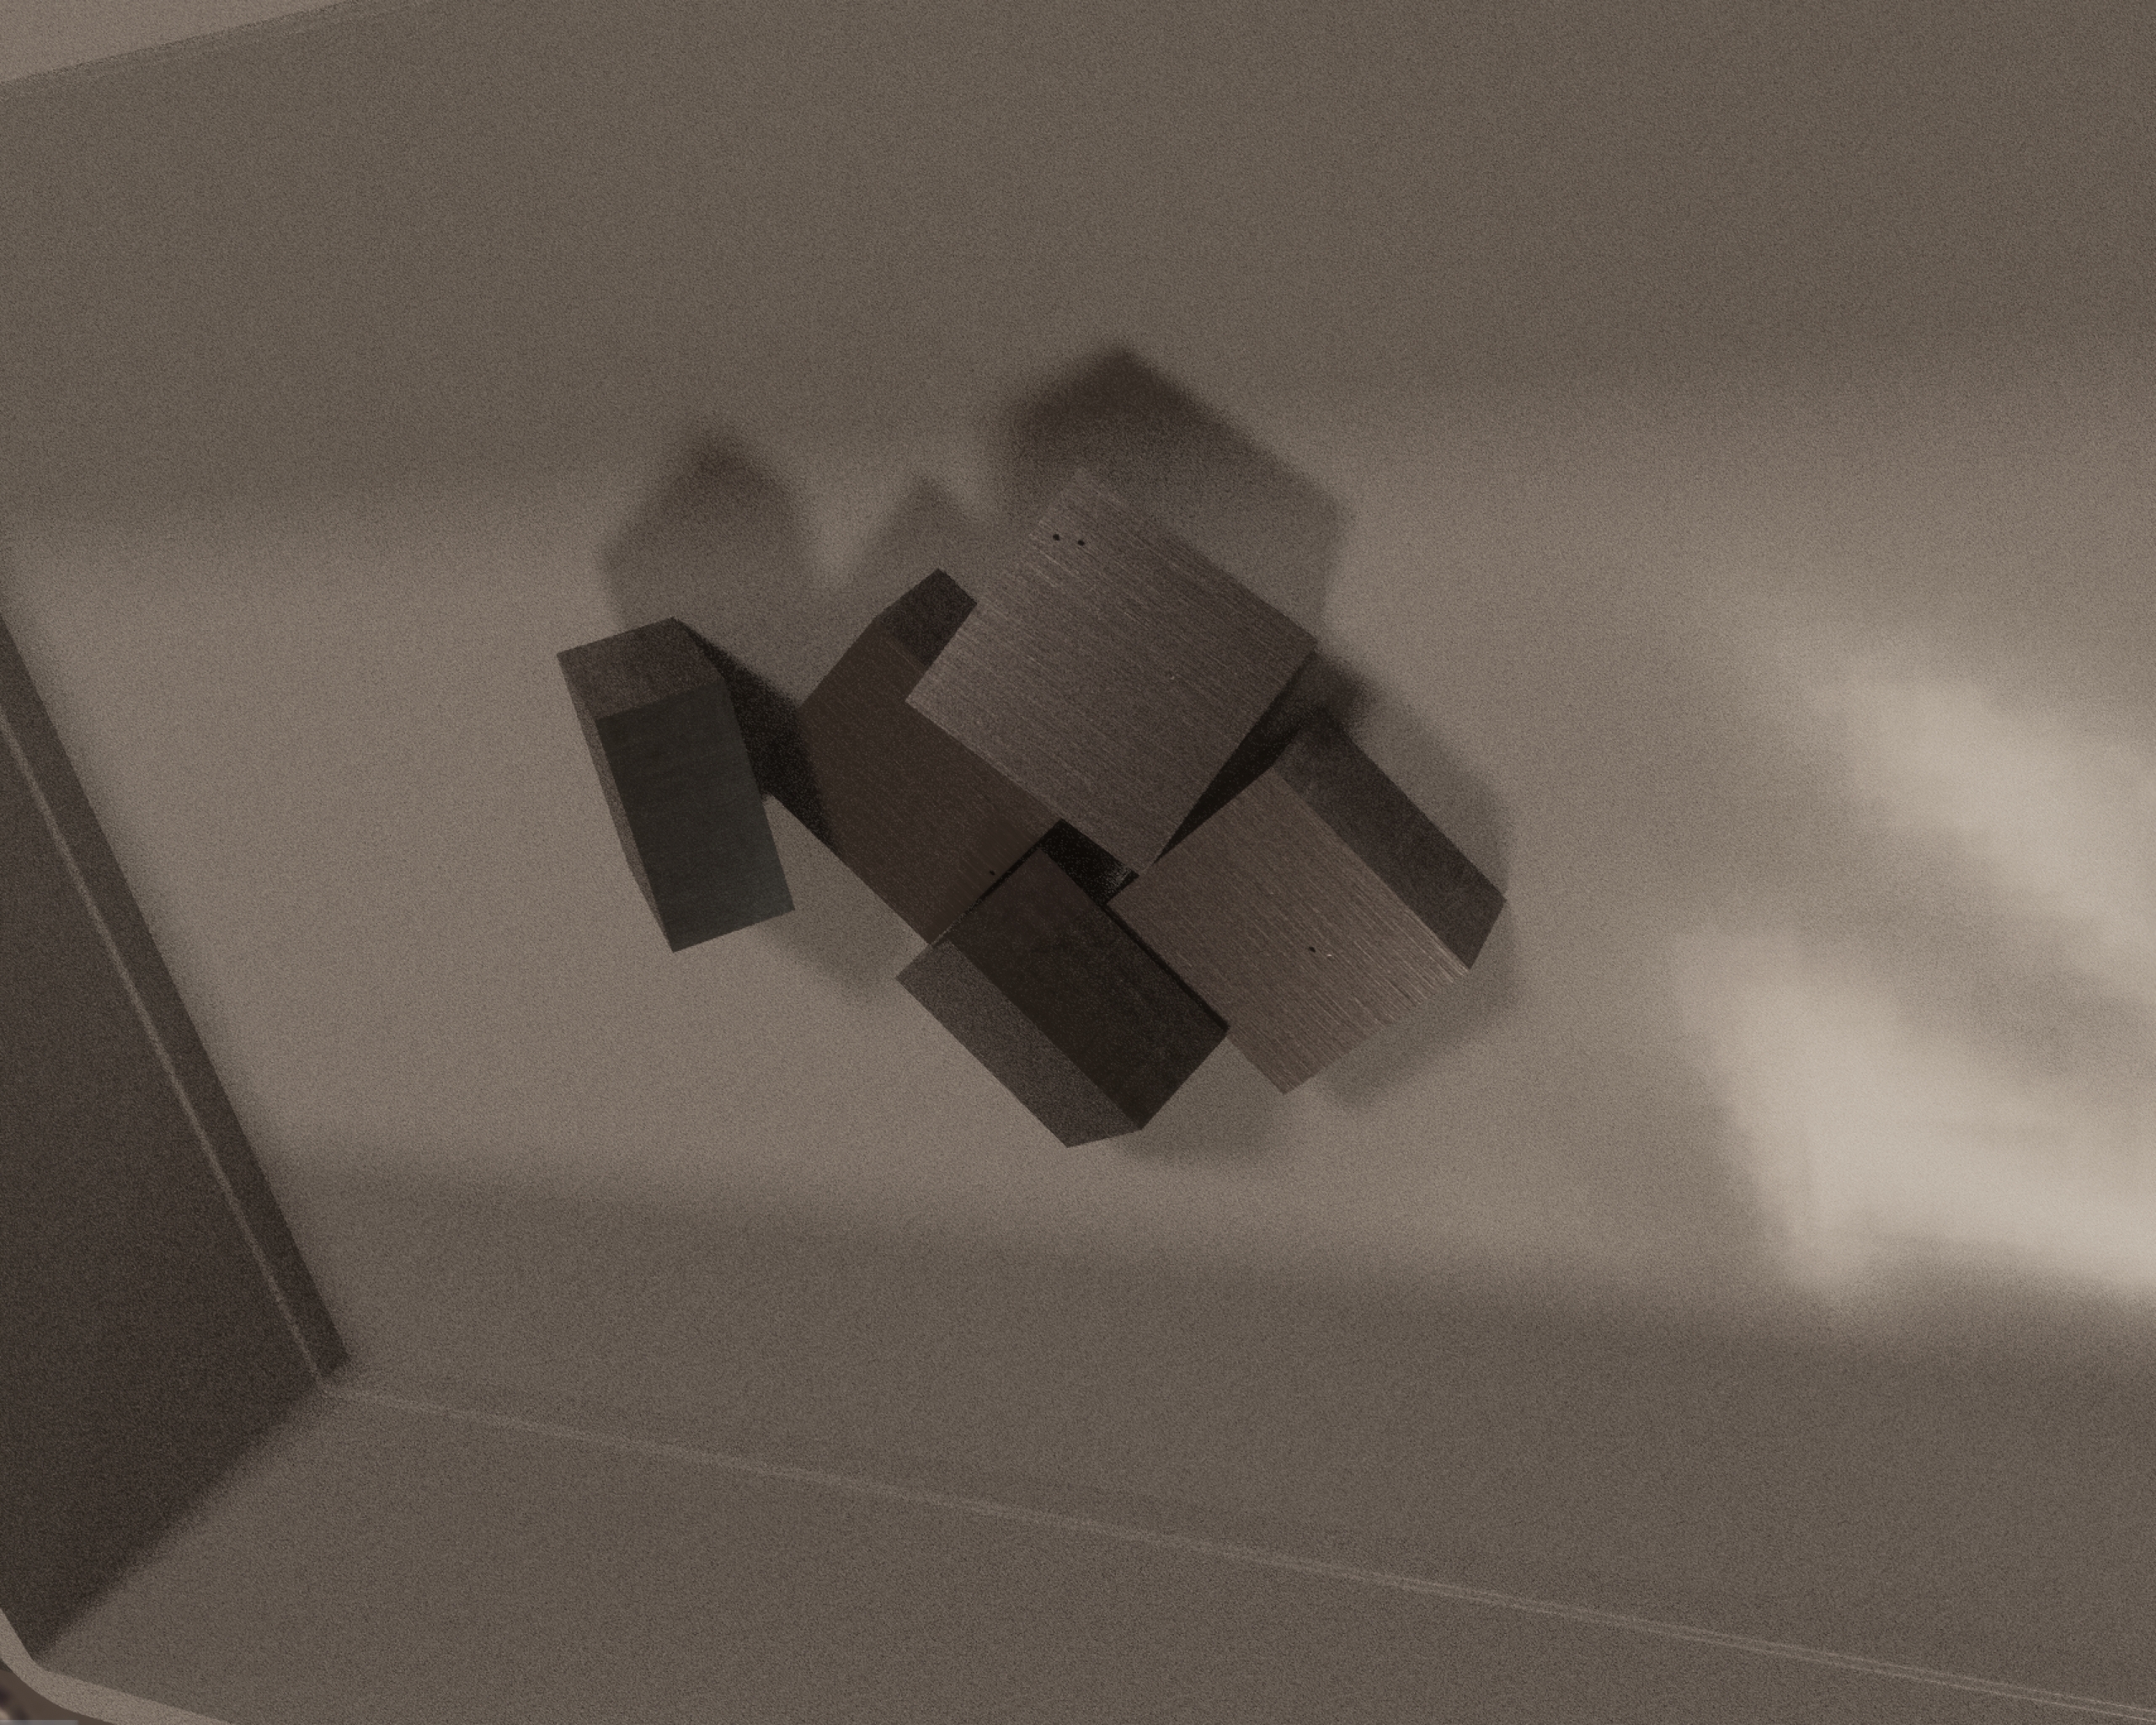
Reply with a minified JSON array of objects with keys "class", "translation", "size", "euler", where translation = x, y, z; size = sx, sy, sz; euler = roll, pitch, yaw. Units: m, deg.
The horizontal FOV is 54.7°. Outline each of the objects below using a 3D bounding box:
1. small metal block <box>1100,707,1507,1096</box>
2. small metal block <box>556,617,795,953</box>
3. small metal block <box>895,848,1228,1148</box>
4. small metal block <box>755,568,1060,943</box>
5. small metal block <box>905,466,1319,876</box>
[{"class":"small metal block","translation":[0.042,0.008,0.388],"size":[0.050,0.025,0.050],"euler":[46,129,-4]},{"class":"small metal block","translation":[-0.081,-0.017,0.420],"size":[0.050,0.025,0.050],"euler":[-137,30,-61]},{"class":"small metal block","translation":[-0.005,0.028,0.410],"size":[0.050,0.025,0.050],"euler":[45,160,-3]},{"class":"small metal block","translation":[-0.028,-0.020,0.407],"size":[0.050,0.025,0.050],"euler":[44,129,-3]},{"class":"small metal block","translation":[0.007,-0.033,0.367],"size":[0.050,0.025,0.050],"euler":[37,94,3]}]
